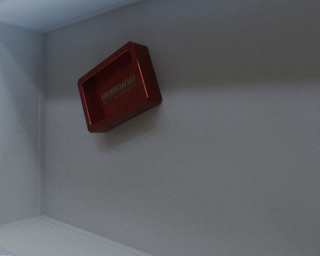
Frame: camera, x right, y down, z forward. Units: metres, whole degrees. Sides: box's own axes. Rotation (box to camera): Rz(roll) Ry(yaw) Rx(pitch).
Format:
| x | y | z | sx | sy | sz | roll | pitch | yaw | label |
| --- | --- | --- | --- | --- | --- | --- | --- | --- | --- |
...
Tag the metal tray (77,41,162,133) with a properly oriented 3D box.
| x | y | z | sx | sy | sz | roll | pitch | yaw | label |
| --- | --- | --- | --- | --- | --- | --- | --- | --- | --- |
| -0.064 | -0.055 | 0.453 | 0.130 | 0.030 | 0.090 | -25 | 75 | 37 | metal tray |
